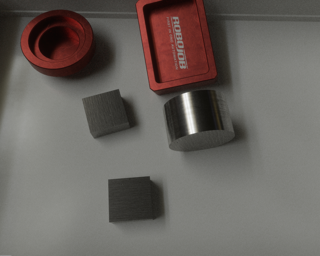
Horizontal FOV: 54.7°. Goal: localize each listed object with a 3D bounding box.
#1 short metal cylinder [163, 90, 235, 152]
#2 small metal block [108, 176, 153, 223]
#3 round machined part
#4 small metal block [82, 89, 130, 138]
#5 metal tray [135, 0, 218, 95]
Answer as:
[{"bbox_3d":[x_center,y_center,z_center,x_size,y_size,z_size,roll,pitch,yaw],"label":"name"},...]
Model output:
[{"bbox_3d":[0.047,-0.007,0.383,0.081,0.080,0.050,-8,71,-3],"label":"short metal cylinder"},{"bbox_3d":[-0.035,0.088,0.377,0.050,0.025,0.050,-4,70,-2],"label":"small metal block"},{"bbox_3d":[-0.140,-0.115,0.441,0.099,0.042,0.098,0,70,-1],"label":"round machined part"},{"bbox_3d":[-0.072,-0.019,0.416,0.050,0.025,0.050,-16,71,-6],"label":"small metal block"},{"bbox_3d":[0.023,-0.118,0.424,0.090,0.030,0.129,-11,84,9],"label":"metal tray"}]
